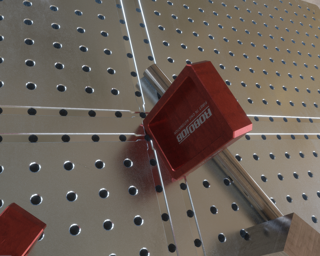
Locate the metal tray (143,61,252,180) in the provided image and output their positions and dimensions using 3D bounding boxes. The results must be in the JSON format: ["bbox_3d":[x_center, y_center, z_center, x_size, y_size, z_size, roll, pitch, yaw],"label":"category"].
[{"bbox_3d":[0.035,-0.004,0.362,0.030,0.129,0.090,-20,72,-35],"label":"metal tray"}]

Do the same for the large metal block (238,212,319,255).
[{"bbox_3d":[0.151,0.153,0.361,0.080,0.080,0.050,40,51,-2],"label":"large metal block"}]

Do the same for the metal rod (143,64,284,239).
[{"bbox_3d":[0.079,0.030,0.432,0.025,0.025,0.300,-33,80,-38],"label":"metal rod"}]

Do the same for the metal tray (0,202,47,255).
[{"bbox_3d":[-0.139,0.123,0.216,0.030,0.090,0.130,37,51,-4],"label":"metal tray"}]
